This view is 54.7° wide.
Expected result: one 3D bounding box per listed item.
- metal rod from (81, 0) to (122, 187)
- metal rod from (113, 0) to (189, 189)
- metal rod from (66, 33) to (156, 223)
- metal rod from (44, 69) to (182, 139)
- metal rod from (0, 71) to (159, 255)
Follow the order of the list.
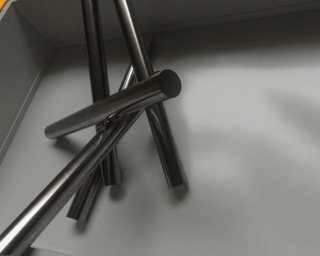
[{"bbox_3d":[-0.083,-0.072,0.422,0.025,0.025,0.299,-13,79,21],"label":"metal rod"},{"bbox_3d":[-0.020,-0.071,0.396,0.025,0.025,0.299,-21,74,15],"label":"metal rod"},{"bbox_3d":[-0.063,-0.015,0.448,0.025,0.025,0.300,5,64,30],"label":"metal rod"},{"bbox_3d":[-0.082,-0.015,0.378,0.299,0.025,0.025,-14,52,52],"label":"metal rod"},{"bbox_3d":[-0.063,0.016,0.349,0.025,0.025,0.301,4,38,30],"label":"metal rod"}]
